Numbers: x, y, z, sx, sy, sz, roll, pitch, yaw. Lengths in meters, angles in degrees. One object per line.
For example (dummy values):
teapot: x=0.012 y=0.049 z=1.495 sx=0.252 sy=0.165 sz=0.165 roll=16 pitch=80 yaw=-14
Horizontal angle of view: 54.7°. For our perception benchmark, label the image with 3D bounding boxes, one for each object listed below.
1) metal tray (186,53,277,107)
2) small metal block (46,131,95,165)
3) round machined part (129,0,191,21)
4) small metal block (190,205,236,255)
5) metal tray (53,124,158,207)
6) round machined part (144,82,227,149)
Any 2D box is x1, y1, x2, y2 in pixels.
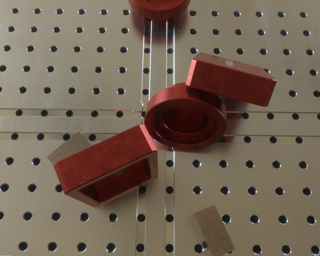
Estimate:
metal tray: x=0.085 y=-0.065 z=0.385 sx=0.090 sy=0.130 sz=0.030 roll=16 pitch=109 yaw=6
small metal block: x=-0.105 y=0.041 z=0.396 sx=0.050 sy=0.025 sz=0.050 roll=-41 pitch=75 yaw=-14
round machined part: x=-0.001 y=-0.205 z=0.478 sx=0.099 sy=0.042 sz=0.098 roll=0 pitch=70 yaw=0
small metal block: x=0.058 y=0.119 z=0.355 sx=0.025 sy=0.050 sz=0.050 roll=-22 pitch=72 yaw=-8
metal tray: x=-0.049 y=0.047 z=0.338 sx=0.090 sy=0.130 sz=0.030 roll=-25 pitch=72 yaw=-9
round machined part: x=0.032 y=-0.018 z=0.382 sx=0.099 sy=0.097 sz=0.042 roll=6 pitch=53 yaw=2
